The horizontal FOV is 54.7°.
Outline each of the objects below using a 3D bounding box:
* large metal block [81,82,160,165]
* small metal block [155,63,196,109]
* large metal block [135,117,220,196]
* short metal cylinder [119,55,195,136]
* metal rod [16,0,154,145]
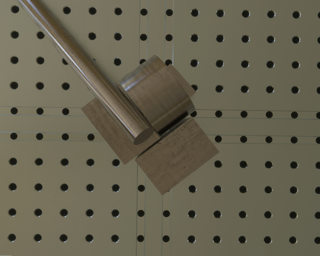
[{"bbox_3d":[-0.044,-0.005,0.386,0.050,0.080,0.080,-38,90,0],"label":"large metal block"},{"bbox_3d":[0.012,-0.049,0.414,0.050,0.025,0.050,-42,91,0],"label":"small metal block"},{"bbox_3d":[0.019,0.031,0.384,0.080,0.080,0.050,-37,90,0],"label":"large metal block"},{"bbox_3d":[-0.003,-0.037,0.360,0.050,0.080,0.080,-37,90,0],"label":"short metal cylinder"},{"bbox_3d":[-0.109,-0.097,0.360,0.025,0.025,0.300,-41,69,0],"label":"metal rod"}]
